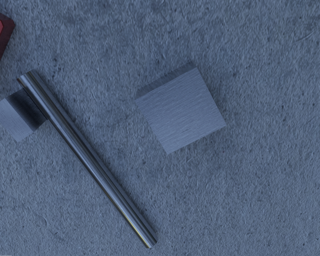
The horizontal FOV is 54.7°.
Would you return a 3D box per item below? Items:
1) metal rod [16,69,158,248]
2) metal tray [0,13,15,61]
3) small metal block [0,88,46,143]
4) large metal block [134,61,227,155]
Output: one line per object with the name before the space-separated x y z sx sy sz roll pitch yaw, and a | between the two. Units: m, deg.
metal rod | -0.090 0.054 0.428 0.025 0.025 0.299 -29 108 10
metal tray | -0.245 -0.092 0.369 0.090 0.030 0.129 29 107 -11
small metal block | -0.175 -0.017 0.388 0.025 0.050 0.050 -31 108 10
large metal block | 0.025 -0.026 0.387 0.080 0.050 0.080 -27 108 9
